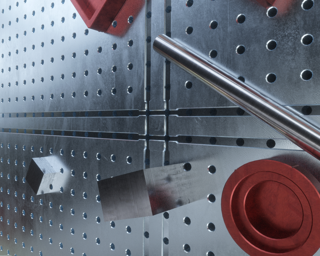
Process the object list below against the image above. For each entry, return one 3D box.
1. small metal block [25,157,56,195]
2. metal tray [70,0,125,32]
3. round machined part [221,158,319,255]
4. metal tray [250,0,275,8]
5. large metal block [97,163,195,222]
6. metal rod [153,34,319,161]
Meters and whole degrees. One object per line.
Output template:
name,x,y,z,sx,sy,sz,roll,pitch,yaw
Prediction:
small metal block,-0.230,0.092,0.595,0.050,0.025,0.050,39,113,33
metal tray,-0.105,-0.228,0.489,0.090,0.030,0.130,-48,62,29
round machined part,0.114,0.078,0.304,0.098,0.042,0.097,0,90,39
metal tray,0.087,-0.199,0.332,0.130,0.030,0.089,44,116,30
large metal block,-0.017,0.079,0.386,0.080,0.081,0.050,-20,78,38
metal rod,0.097,-0.028,0.328,0.300,0.025,0.025,41,115,32
